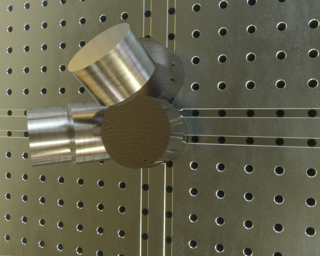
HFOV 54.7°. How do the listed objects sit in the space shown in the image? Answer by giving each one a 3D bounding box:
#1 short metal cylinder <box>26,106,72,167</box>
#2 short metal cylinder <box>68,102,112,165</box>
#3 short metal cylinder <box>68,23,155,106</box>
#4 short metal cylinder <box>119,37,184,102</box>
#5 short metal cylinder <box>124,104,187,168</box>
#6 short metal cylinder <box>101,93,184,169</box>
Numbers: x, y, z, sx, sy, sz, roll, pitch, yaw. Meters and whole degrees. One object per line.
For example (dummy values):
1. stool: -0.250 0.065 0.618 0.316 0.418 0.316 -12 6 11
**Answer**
1. short metal cylinder: -0.155 0.011 0.431 0.050 0.080 0.080 -6 87 -22
2. short metal cylinder: -0.091 0.005 0.408 0.050 0.080 0.080 -6 88 -22
3. short metal cylinder: -0.053 -0.070 0.341 0.080 0.080 0.050 -25 125 18
4. short metal cylinder: -0.014 -0.071 0.404 0.080 0.050 0.079 0 90 20
5. short metal cylinder: -0.010 0.009 0.402 0.080 0.050 0.080 0 90 20
6. short metal cylinder: -0.019 0.003 0.351 0.080 0.050 0.080 0 90 20
